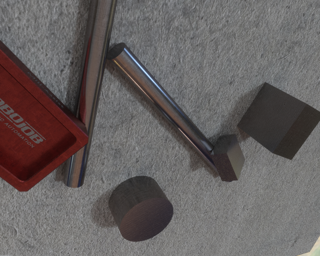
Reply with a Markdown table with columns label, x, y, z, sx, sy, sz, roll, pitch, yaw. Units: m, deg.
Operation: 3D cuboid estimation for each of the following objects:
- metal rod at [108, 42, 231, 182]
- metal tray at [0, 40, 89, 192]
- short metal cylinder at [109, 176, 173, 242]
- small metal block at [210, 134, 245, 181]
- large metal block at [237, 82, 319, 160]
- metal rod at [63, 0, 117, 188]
| label | x | y | z | sx | sy | sz | roll | pitch | yaw |
| --- | --- | --- | --- | --- | --- | --- | --- | --- | --- |
| metal rod | 0.035 | -0.001 | 0.427 | 0.025 | 0.025 | 0.300 | -44 | 130 | 2 |
| metal tray | -0.146 | -0.009 | 0.301 | 0.090 | 0.030 | 0.130 | -39 | 119 | 0 |
| short metal cylinder | -0.028 | 0.117 | 0.449 | 0.081 | 0.050 | 0.079 | -14 | 125 | -21 |
| small metal block | 0.104 | 0.044 | 0.468 | 0.050 | 0.025 | 0.050 | -52 | 123 | -48 |
| large metal block | 0.177 | -0.011 | 0.464 | 0.050 | 0.080 | 0.080 | 19 | 108 | -36 |
| metal rod | -0.072 | -0.063 | 0.329 | 0.025 | 0.025 | 0.298 | 1 | 118 | -29 |
